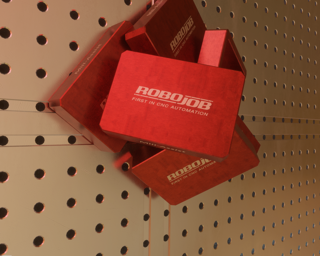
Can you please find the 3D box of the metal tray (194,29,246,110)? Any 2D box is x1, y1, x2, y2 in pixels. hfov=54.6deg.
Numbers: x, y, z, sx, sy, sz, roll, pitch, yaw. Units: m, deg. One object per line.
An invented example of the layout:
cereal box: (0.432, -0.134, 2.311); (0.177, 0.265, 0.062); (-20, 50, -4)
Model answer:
metal tray: (0.090, -0.070, 0.448); (0.130, 0.030, 0.090); (33, 68, -59)

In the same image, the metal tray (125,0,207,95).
metal tray: (0.018, -0.114, 0.395); (0.090, 0.030, 0.130); (56, 44, -29)

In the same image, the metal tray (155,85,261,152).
metal tray: (0.065, -0.003, 0.418); (0.130, 0.090, 0.030); (46, 63, -31)

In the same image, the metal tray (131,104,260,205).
metal tray: (0.042, 0.038, 0.381); (0.090, 0.130, 0.030); (46, 24, -30)

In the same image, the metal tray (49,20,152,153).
metal tray: (-0.052, -0.048, 0.361); (0.090, 0.030, 0.130); (47, 62, -31)

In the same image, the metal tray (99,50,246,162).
metal tray: (0.013, -0.024, 0.321); (0.030, 0.130, 0.090); (67, 37, -75)
